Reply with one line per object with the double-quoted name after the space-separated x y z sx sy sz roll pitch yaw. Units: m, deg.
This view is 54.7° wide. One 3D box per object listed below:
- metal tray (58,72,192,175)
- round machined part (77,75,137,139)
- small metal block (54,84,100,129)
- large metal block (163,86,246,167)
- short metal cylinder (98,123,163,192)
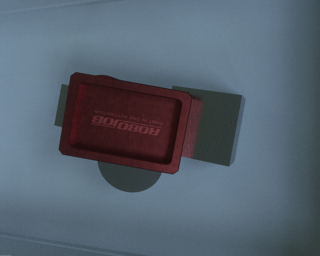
-0.037 -0.006 0.343 0.131 0.030 0.089 10 94 0 "metal tray"
-0.084 -0.025 0.428 0.098 0.042 0.097 0 90 19 "round machined part"
-0.100 -0.025 0.385 0.025 0.050 0.050 13 95 19 "small metal block"
0.054 -0.004 0.375 0.080 0.050 0.079 11 94 19 "large metal block"
-0.032 0.034 0.394 0.080 0.050 0.079 2 103 7 "short metal cylinder"
